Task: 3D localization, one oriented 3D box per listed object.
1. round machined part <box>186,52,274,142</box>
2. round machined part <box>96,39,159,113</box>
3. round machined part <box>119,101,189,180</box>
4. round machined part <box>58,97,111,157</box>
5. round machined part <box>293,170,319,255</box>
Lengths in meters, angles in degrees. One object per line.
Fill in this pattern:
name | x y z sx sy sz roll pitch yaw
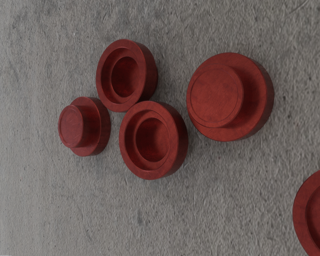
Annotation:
round machined part | 0.068 -0.033 0.338 0.098 0.042 0.097 0 90 40
round machined part | -0.041 -0.069 0.428 0.098 0.042 0.097 0 90 40
round machined part | -0.004 0.015 0.396 0.098 0.042 0.097 1 91 39
round machined part | -0.127 -0.002 0.499 0.098 0.042 0.097 0 90 40
round machined part | 0.167 0.075 0.256 0.098 0.042 0.097 0 90 40
